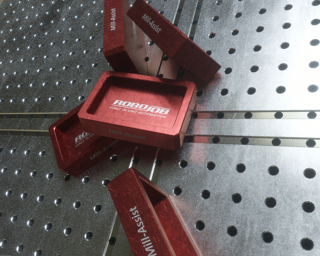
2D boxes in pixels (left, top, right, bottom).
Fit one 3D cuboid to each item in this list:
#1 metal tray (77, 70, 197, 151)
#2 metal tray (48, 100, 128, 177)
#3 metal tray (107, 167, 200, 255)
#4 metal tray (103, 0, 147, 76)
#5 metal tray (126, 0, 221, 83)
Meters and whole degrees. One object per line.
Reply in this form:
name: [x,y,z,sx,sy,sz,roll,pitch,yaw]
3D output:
metal tray: [-0.027,-0.027,0.398,0.131,0.030,0.090,11,53,15]
metal tray: [-0.095,-0.001,0.453,0.130,0.030,0.090,-35,52,4]
metal tray: [0.004,0.108,0.297,0.030,0.090,0.130,-35,52,5]
metal tray: [-0.051,-0.130,0.469,0.030,0.090,0.130,-15,56,13]
metal tray: [0.018,-0.122,0.427,0.030,0.090,0.130,-50,49,16]
